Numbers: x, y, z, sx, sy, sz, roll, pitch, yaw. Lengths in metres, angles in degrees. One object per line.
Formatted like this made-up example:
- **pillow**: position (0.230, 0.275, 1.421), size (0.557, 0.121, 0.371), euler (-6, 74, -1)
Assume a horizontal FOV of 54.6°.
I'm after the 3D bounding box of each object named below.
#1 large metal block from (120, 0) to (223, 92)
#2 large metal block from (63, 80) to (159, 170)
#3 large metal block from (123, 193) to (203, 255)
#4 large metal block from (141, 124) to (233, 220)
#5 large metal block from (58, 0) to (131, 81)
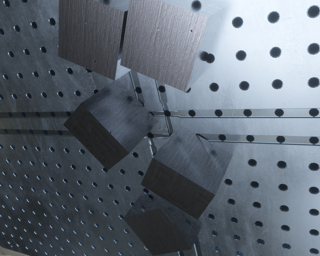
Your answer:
- **large metal block**: position (0.010, -0.096, 0.331), size (0.080, 0.050, 0.079), euler (25, 127, 13)
- **large metal block**: position (-0.061, -0.006, 0.405), size (0.080, 0.080, 0.050), euler (47, 129, -5)
- **large metal block**: position (0.005, 0.146, 0.483), size (0.080, 0.050, 0.080), euler (-27, 104, 37)
- **large metal block**: position (0.035, 0.052, 0.390), size (0.080, 0.080, 0.050), euler (30, 128, 9)
- **large metal block**: position (-0.069, -0.113, 0.362), size (0.080, 0.050, 0.079), euler (24, 127, 13)
